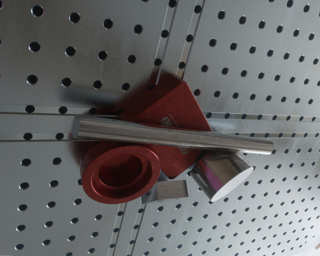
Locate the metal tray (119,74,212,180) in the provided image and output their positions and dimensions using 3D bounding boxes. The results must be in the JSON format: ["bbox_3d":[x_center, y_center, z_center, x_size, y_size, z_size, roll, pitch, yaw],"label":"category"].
[{"bbox_3d":[0.017,0.003,0.422,0.090,0.030,0.130,-37,130,-4],"label":"metal tray"}]

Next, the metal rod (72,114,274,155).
[{"bbox_3d":[0.040,0.014,0.402,0.302,0.025,0.025,7,115,-32],"label":"metal rod"}]

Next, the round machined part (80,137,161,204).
[{"bbox_3d":[-0.052,0.048,0.396,0.099,0.042,0.097,-11,128,-15],"label":"round machined part"}]

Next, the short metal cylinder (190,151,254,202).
[{"bbox_3d":[0.093,0.067,0.470,0.080,0.050,0.080,-30,154,-17],"label":"short metal cylinder"}]

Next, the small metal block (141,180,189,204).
[{"bbox_3d":[0.006,0.095,0.457,0.050,0.025,0.050,2,161,-31],"label":"small metal block"}]
